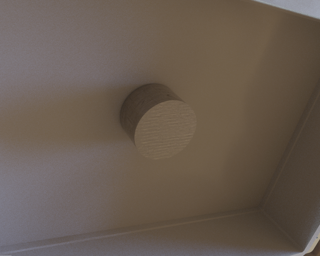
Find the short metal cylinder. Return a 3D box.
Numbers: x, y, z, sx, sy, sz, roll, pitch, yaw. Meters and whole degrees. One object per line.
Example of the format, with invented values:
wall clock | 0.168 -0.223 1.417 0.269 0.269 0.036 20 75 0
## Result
short metal cylinder | -0.003 -0.008 0.383 0.081 0.050 0.080 -14 124 -21
